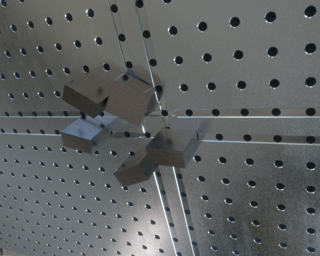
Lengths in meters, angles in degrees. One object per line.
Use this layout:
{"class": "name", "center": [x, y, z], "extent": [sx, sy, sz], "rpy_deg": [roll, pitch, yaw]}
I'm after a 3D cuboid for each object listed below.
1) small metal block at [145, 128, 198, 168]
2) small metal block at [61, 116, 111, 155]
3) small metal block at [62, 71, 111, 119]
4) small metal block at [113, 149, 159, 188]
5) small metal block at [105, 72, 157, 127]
{"class": "small metal block", "center": [0.017, 0.025, 0.400], "extent": [0.050, 0.050, 0.025], "rpy_deg": [4, 120, 26]}
{"class": "small metal block", "center": [-0.108, 0.009, 0.456], "extent": [0.050, 0.050, 0.025], "rpy_deg": [14, 124, 20]}
{"class": "small metal block", "center": [-0.092, -0.045, 0.414], "extent": [0.050, 0.050, 0.025], "rpy_deg": [31, 128, 8]}
{"class": "small metal block", "center": [-0.030, 0.055, 0.443], "extent": [0.050, 0.050, 0.025], "rpy_deg": [-24, 106, 36]}
{"class": "small metal block", "center": [-0.039, -0.037, 0.403], "extent": [0.050, 0.025, 0.050], "rpy_deg": [25, 128, 2]}
